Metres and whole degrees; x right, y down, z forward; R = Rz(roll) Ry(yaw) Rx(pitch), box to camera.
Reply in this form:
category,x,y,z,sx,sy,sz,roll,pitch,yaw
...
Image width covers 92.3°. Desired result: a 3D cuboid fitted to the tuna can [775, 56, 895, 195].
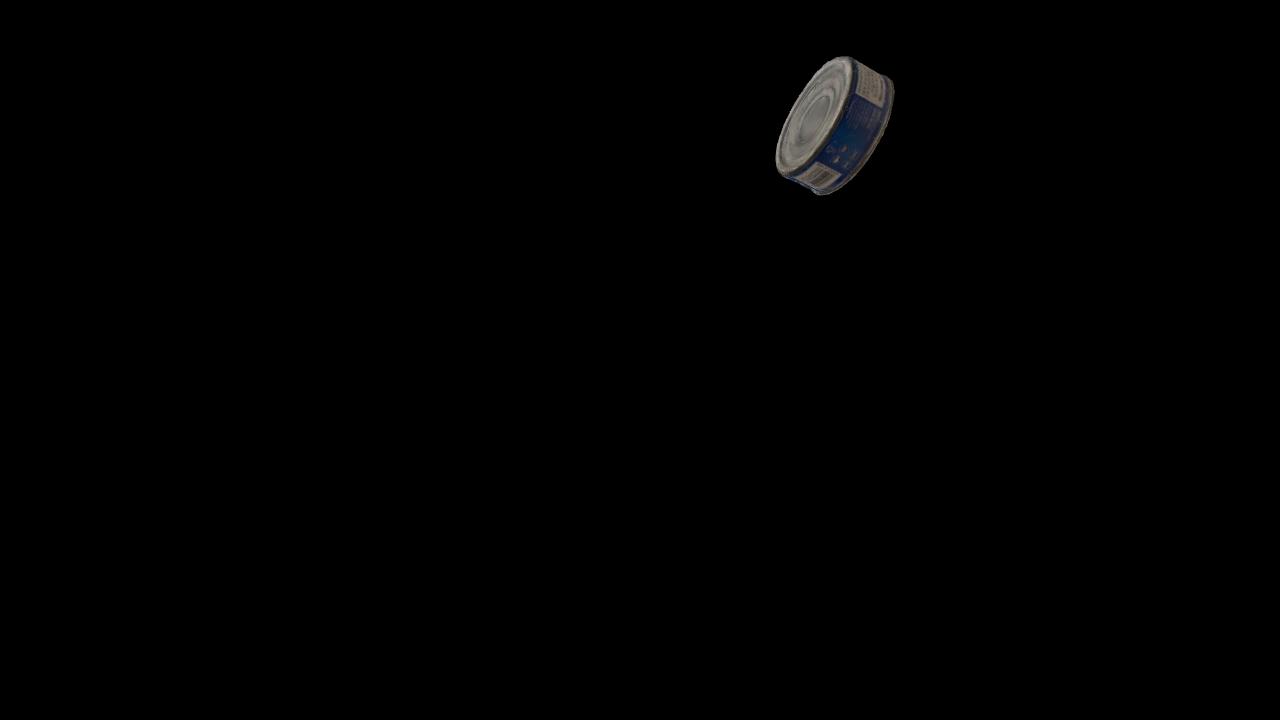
category,x,y,z,sx,sy,sz,roll,pitch,yaw
tuna can,0.128,-0.157,0.414,0.034,0.084,0.084,20,-6,-17
